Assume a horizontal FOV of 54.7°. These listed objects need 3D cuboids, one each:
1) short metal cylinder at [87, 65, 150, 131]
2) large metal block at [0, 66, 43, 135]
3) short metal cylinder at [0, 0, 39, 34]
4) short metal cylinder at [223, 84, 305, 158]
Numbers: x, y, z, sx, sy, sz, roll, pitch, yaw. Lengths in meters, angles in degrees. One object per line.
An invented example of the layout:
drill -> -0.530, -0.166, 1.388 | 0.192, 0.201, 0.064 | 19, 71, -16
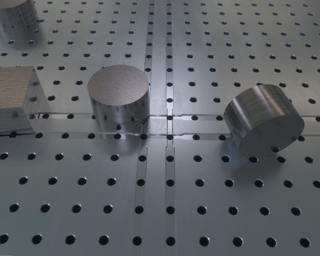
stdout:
short metal cylinder -> -0.055, -0.042, 0.426 | 0.081, 0.050, 0.080 | 0, 50, 0
large metal block -> -0.213, -0.038, 0.421 | 0.081, 0.050, 0.080 | -4, 50, -3
short metal cylinder -> -0.273, -0.219, 0.573 | 0.081, 0.050, 0.080 | 0, 50, 0
short metal cylinder -> 0.125, -0.007, 0.379 | 0.081, 0.080, 0.050 | -10, 51, -9
